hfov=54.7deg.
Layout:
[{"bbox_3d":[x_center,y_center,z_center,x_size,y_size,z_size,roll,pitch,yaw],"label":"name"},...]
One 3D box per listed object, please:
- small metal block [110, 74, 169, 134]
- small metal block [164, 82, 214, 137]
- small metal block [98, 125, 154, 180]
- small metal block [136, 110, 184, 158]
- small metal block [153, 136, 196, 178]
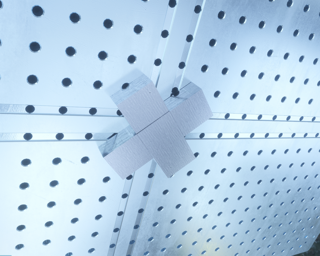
[{"bbox_3d":[-0.024,-0.029,0.381,0.050,0.025,0.050,-35,129,-5],"label":"small metal block"},{"bbox_3d":[0.038,-0.025,0.417,0.050,0.025,0.050,-36,129,-5],"label":"small metal block"},{"bbox_3d":[-0.045,0.033,0.408,0.050,0.025,0.050,-36,129,-5],"label":"small metal block"},{"bbox_3d":[-0.003,0.004,0.412,0.050,0.025,0.050,-36,129,-5],"label":"small metal block"},{"bbox_3d":[0.017,0.036,0.444,0.050,0.025,0.050,-35,129,-5],"label":"small metal block"}]
